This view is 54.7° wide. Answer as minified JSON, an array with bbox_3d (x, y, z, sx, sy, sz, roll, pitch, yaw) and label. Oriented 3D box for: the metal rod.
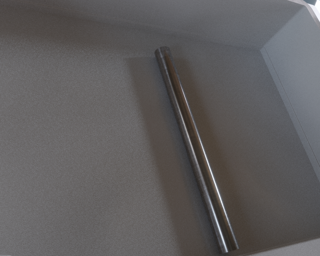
[{"bbox_3d":[0.043,0.013,0.422,0.025,0.025,0.299,-2,63,-30],"label":"metal rod"}]
